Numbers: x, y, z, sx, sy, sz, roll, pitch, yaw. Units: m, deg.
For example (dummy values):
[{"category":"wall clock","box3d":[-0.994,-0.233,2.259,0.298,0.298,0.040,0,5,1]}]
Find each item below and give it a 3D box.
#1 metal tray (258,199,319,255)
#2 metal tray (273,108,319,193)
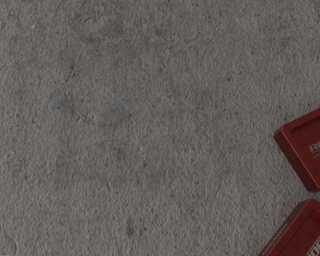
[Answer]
[{"category":"metal tray","box3d":[0.166,0.158,0.348,0.090,0.030,0.130,41,75,13]},{"category":"metal tray","box3d":[0.229,0.015,0.401,0.131,0.030,0.090,-24,72,-9]}]
